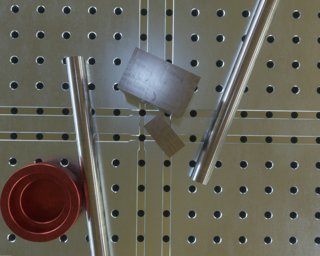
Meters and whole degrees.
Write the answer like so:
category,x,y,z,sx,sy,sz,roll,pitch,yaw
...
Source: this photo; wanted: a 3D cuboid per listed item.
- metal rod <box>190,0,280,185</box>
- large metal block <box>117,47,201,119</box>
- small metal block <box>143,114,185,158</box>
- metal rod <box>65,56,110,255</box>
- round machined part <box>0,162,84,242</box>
category,x,y,z,sx,sy,sz,roll,pitch,yaw
metal rod,0.107,-0.068,0.414,0.025,0.025,0.299,21,90,-1
large metal block,-0.001,-0.051,0.386,0.080,0.080,0.050,25,90,-1
small metal block,0.005,0.009,0.401,0.025,0.050,0.050,-39,91,0
metal rod,-0.094,0.056,0.412,0.025,0.025,0.298,-7,90,0
round machined part,-0.149,0.093,0.403,0.099,0.042,0.097,0,90,-1
